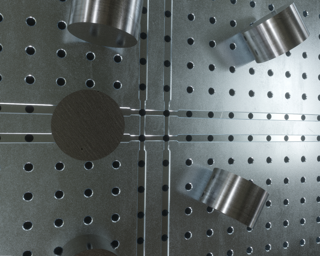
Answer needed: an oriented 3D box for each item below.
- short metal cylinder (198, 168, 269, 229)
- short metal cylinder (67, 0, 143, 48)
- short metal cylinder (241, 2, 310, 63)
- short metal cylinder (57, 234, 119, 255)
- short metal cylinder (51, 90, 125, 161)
[{"bbox_3d":[0.099,0.095,0.422,0.080,0.080,0.050,31,80,-18],"label":"short metal cylinder"},{"bbox_3d":[-0.063,-0.131,0.361,0.081,0.080,0.050,9,87,-20],"label":"short metal cylinder"},{"bbox_3d":[0.164,-0.136,0.446,0.080,0.080,0.050,-36,102,-17],"label":"short metal cylinder"},{"bbox_3d":[-0.084,0.175,0.369,0.081,0.050,0.079,0,90,-21],"label":"short metal cylinder"},{"bbox_3d":[-0.087,-0.003,0.368,0.081,0.050,0.079,0,90,-21],"label":"short metal cylinder"}]
